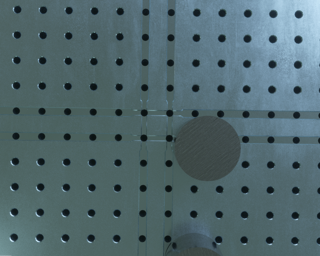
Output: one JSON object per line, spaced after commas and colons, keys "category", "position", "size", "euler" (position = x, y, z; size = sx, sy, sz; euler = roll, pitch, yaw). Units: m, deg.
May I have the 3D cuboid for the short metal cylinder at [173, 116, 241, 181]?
{"category": "short metal cylinder", "position": [0.058, 0.025, 0.401], "size": [0.081, 0.050, 0.079], "euler": [0, 90, 0]}

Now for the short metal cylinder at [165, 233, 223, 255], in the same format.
{"category": "short metal cylinder", "position": [0.046, 0.185, 0.401], "size": [0.081, 0.050, 0.079], "euler": [0, 90, 0]}
